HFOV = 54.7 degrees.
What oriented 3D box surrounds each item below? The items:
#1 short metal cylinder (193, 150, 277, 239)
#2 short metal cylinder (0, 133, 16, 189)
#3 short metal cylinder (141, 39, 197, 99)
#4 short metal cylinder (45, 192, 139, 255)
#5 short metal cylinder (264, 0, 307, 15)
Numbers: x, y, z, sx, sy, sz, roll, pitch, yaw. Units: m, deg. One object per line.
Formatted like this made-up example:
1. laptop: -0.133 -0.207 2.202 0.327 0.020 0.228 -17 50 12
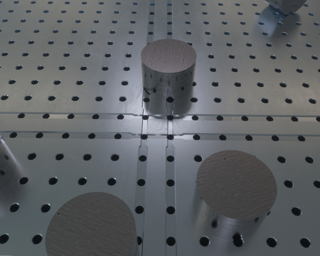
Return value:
1. short metal cylinder: 0.077 0.071 0.332 0.081 0.050 0.080 0 50 0
2. short metal cylinder: -0.218 0.036 0.359 0.081 0.050 0.080 0 50 0
3. short metal cylinder: 0.013 -0.090 0.467 0.081 0.050 0.080 0 50 0
4. short metal cylinder: -0.062 0.109 0.299 0.081 0.050 0.080 0 50 0
5. short metal cylinder: 0.248 -0.268 0.599 0.081 0.080 0.050 -25 55 -20
